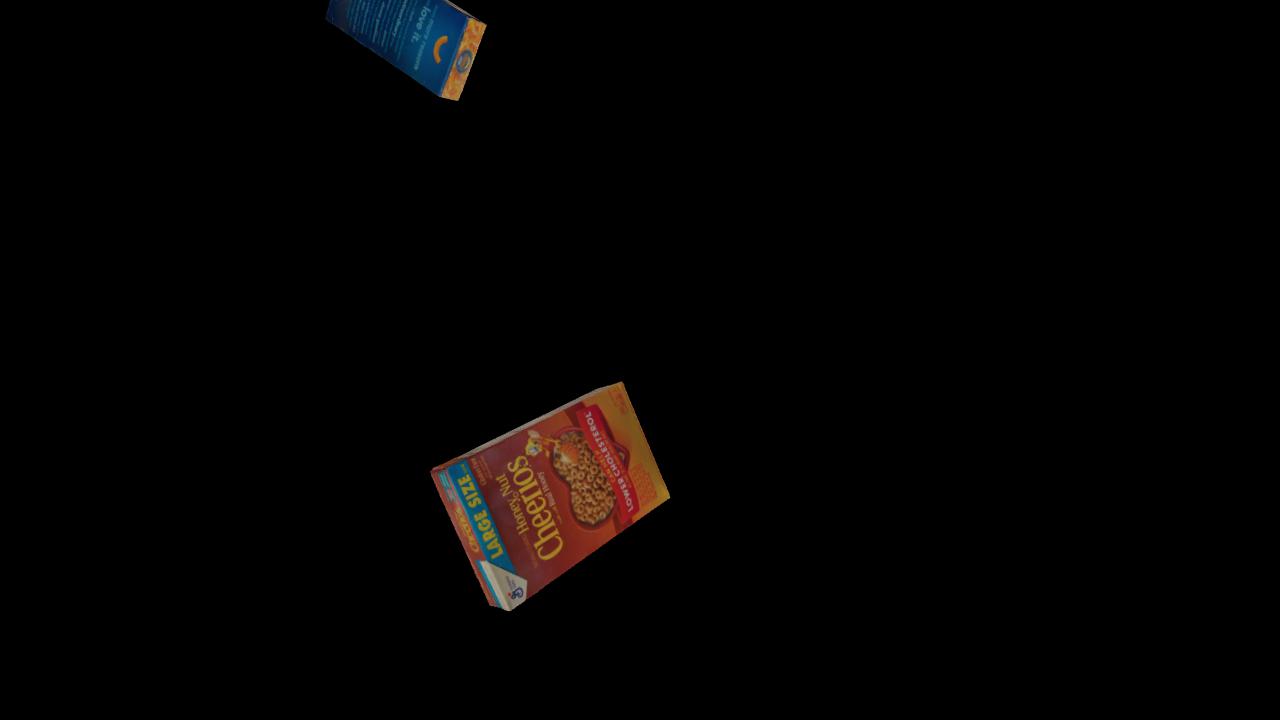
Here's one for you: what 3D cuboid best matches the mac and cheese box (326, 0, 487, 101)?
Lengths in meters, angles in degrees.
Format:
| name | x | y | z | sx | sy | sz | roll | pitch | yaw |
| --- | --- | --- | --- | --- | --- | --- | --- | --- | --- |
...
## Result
| name | x | y | z | sx | sy | sz | roll | pitch | yaw |
| --- | --- | --- | --- | --- | --- | --- | --- | --- | --- |
| mac and cheese box | -0.269 | -0.386 | 0.702 | 0.184 | 0.093 | 0.041 | 37 | 23 | 10 |

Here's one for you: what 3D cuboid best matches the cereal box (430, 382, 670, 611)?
| name | x | y | z | sx | sy | sz | roll | pitch | yaw |
| --- | --- | --- | --- | --- | --- | --- | --- | --- | --- |
| cereal box | -0.115 | 0.180 | 0.879 | 0.306 | 0.203 | 0.081 | -25 | 5 | -39 |
